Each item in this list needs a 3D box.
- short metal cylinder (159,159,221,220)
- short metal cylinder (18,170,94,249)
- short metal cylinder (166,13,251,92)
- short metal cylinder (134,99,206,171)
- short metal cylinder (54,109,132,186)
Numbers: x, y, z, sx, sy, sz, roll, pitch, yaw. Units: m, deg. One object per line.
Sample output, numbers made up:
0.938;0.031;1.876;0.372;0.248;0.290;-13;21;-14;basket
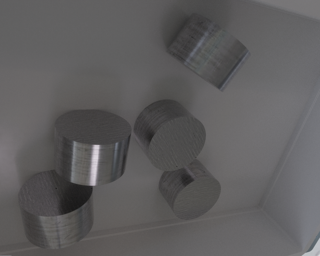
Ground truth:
0.045;0.093;0.474;0.081;0.050;0.079;-14;124;-21;short metal cylinder
-0.120;0.093;0.365;0.081;0.080;0.050;-9;123;-24;short metal cylinder
0.054;-0.084;0.350;0.080;0.080;0.050;27;103;-38;short metal cylinder
0.012;0.009;0.405;0.081;0.050;0.079;-14;124;-21;short metal cylinder
-0.075;0.019;0.344;0.081;0.080;0.050;-3;120;-27;short metal cylinder
